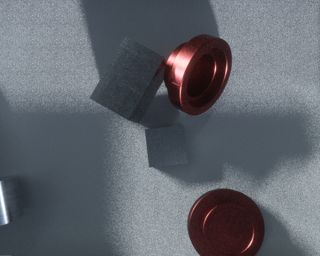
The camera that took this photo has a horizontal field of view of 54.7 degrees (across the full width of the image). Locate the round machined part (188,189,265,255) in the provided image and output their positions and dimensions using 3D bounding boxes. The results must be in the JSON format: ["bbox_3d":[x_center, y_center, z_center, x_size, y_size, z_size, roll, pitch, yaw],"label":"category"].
[{"bbox_3d":[0.086,0.128,0.398,0.099,0.042,0.097,0,82,-1],"label":"round machined part"}]

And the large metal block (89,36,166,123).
[{"bbox_3d":[-0.034,-0.054,0.381,0.050,0.080,0.080,30,90,4],"label":"large metal block"}]

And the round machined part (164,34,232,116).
[{"bbox_3d":[0.043,-0.068,0.385,0.042,0.098,0.098,31,90,35],"label":"round machined part"}]

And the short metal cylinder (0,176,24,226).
[{"bbox_3d":[-0.215,0.092,0.381,0.080,0.080,0.050,-10,90,0],"label":"short metal cylinder"}]

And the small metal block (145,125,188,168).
[{"bbox_3d":[0.008,0.024,0.412,0.050,0.025,0.050,-6,90,-1],"label":"small metal block"}]
